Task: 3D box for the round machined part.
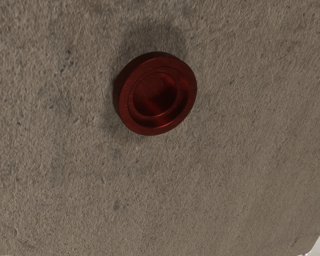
[{"bbox_3d":[-0.009,-0.043,0.366,0.099,0.042,0.097,-14,125,-21],"label":"round machined part"}]
